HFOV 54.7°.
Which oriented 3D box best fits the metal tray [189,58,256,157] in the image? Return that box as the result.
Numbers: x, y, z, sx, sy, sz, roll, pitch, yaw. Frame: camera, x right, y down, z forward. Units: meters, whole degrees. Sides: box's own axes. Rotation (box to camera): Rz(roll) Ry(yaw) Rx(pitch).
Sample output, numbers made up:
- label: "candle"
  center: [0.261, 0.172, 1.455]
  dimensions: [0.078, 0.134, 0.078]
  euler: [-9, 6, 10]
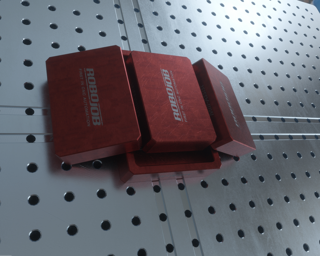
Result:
- label: "metal tray"
  center: [0.088, -0.028, 0.447]
  dimensions: [0.090, 0.030, 0.130]
  euler: [19, 49, -51]

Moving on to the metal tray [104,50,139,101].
- label: "metal tray"
  center: [-0.012, -0.061, 0.437]
  dimensions: [0.131, 0.030, 0.090]
  euler: [0, 62, -28]

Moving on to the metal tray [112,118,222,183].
- label: "metal tray"
  center: [0.009, 0.019, 0.400]
  dimensions: [0.131, 0.030, 0.090]
  euler: [0, 62, -28]

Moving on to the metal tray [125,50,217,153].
- label: "metal tray"
  center: [0.010, -0.035, 0.394]
  dimensions: [0.091, 0.030, 0.130]
  euler: [0, 62, -29]

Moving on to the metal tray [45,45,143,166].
- label: "metal tray"
  center: [-0.078, -0.030, 0.359]
  dimensions: [0.091, 0.030, 0.130]
  euler: [-12, 66, -6]
